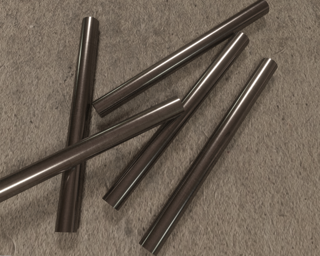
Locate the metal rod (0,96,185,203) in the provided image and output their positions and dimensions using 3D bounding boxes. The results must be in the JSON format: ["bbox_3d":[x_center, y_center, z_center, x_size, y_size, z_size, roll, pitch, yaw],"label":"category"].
[{"bbox_3d":[-0.108,0.035,0.366,0.302,0.025,0.025,-26,72,-10],"label":"metal rod"}]

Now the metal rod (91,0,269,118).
[{"bbox_3d":[0.037,-0.105,0.447,0.301,0.025,0.025,-34,74,-12],"label":"metal rod"}]

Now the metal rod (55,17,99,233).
[{"bbox_3d":[-0.107,-0.018,0.413,0.025,0.025,0.299,1,70,0],"label":"metal rod"}]

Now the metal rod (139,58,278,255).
[{"bbox_3d":[0.071,0.024,0.400,0.025,0.025,0.300,33,73,11],"label":"metal rod"}]

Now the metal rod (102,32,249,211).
[{"bbox_3d":[0.030,-0.020,0.415,0.025,0.025,0.300,36,73,11],"label":"metal rod"}]
